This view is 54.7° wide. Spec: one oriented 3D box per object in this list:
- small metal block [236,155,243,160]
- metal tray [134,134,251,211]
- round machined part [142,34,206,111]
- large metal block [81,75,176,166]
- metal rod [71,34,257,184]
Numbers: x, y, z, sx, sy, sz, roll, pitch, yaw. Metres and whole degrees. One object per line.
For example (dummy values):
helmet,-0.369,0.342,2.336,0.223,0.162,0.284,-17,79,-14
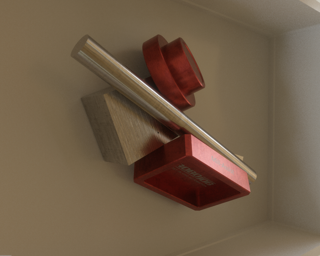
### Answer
small metal block,0.095,0.064,0.470,0.025,0.050,0.050,19,78,-39
metal tray,0.042,0.063,0.396,0.130,0.090,0.030,33,42,-36
round machined part,0.022,-0.071,0.380,0.098,0.042,0.098,54,20,-30
large metal block,-0.033,-0.012,0.362,0.081,0.050,0.080,-29,108,-37
metal rod,0.028,-0.002,0.363,0.301,0.025,0.025,36,68,-35
